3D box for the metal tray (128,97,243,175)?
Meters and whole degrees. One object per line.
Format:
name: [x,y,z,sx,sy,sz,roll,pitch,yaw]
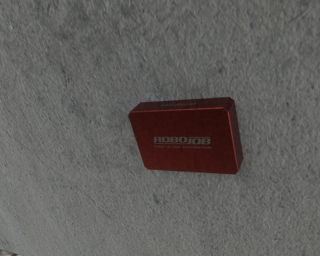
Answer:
metal tray: [0.032,0.011,0.392,0.130,0.030,0.089,-1,118,28]
